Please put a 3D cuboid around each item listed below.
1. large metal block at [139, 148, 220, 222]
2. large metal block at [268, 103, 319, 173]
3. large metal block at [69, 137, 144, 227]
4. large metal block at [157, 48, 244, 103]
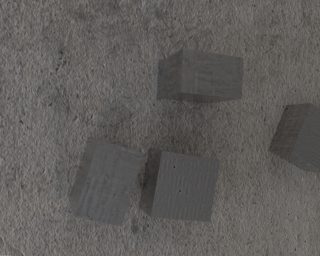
[{"bbox_3d":[0.024,0.073,0.405,0.081,0.050,0.080,11,87,-20],"label":"large metal block"},{"bbox_3d":[0.228,0.017,0.480,0.080,0.050,0.080,28,81,-18],"label":"large metal block"},{"bbox_3d":[-0.065,0.057,0.356,0.050,0.080,0.080,19,84,-19],"label":"large metal block"},{"bbox_3d":[0.048,-0.062,0.397,0.081,0.080,0.050,3,89,-20],"label":"large metal block"}]
